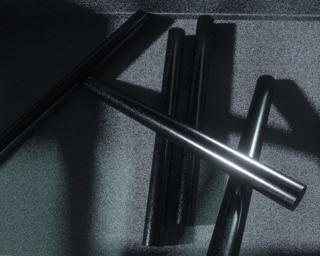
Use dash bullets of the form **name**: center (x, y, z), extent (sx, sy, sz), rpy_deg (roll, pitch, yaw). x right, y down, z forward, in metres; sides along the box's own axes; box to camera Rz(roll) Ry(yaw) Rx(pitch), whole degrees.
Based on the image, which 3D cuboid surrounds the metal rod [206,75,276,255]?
- **metal rod**: center (0.094, 0.032, 0.335), extent (0.025, 0.025, 0.301), rpy_deg (23, 47, 8)

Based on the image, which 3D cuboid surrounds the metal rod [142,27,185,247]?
- **metal rod**: center (0.008, -0.003, 0.410), extent (0.025, 0.025, 0.299), rpy_deg (6, 70, 2)

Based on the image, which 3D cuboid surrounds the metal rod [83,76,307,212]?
- **metal rod**: center (0.010, -0.001, 0.346), extent (0.300, 0.025, 0.025), rpy_deg (29, 71, 35)

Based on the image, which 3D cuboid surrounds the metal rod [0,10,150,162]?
- **metal rod**: center (-0.123, -0.063, 0.431), extent (0.025, 0.025, 0.301), rpy_deg (39, 74, 13)

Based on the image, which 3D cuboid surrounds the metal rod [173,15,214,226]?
- **metal rod**: center (0.049, -0.024, 0.418), extent (0.025, 0.025, 0.299), rpy_deg (8, 70, 3)
